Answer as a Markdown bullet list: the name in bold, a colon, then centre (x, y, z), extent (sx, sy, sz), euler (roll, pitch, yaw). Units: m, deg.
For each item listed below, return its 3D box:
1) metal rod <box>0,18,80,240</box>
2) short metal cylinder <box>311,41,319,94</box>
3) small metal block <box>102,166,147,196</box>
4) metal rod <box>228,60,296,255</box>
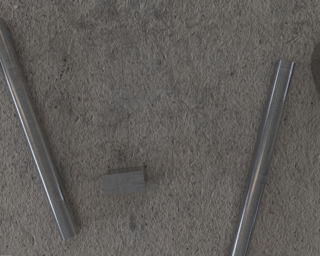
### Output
- **metal rod**: centre (-0.168, 0.001, 0.408), extent (0.025, 0.025, 0.299), euler (-20, 90, 0)
- **short metal cylinder**: centre (0.234, -0.076, 0.385), extent (0.050, 0.080, 0.080), euler (-12, 90, 0)
- **small metal block**: centre (-0.044, 0.067, 0.397), extent (0.050, 0.050, 0.025), euler (-6, 90, 0)
- **metal rod**: centre (0.131, 0.058, 0.411), extent (0.025, 0.025, 0.298), euler (14, 90, 0)
